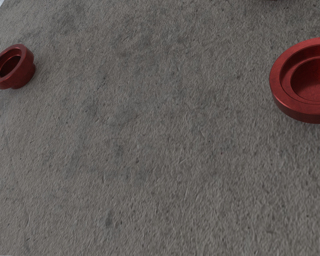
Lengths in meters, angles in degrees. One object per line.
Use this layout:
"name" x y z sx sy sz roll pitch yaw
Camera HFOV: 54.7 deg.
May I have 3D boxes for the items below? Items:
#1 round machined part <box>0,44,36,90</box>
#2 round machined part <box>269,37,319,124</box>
"round machined part" -0.290 -0.116 0.617 0.098 0.042 0.098 -13 56 21
"round machined part" 0.171 -0.046 0.331 0.098 0.042 0.098 -13 56 21
